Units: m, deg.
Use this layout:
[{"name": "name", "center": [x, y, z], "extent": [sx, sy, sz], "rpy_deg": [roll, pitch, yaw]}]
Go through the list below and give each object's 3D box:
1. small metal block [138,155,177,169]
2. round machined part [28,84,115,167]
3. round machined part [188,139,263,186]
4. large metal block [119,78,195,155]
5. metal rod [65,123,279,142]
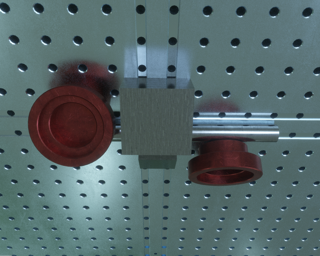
[{"name": "small metal block", "center": [-0.003, 0.039, 0.432], "extent": [0.050, 0.025, 0.050], "rpy_deg": [0, 159, -1]}, {"name": "round machined part", "center": [-0.103, -0.005, 0.378], "extent": [0.099, 0.042, 0.097], "rpy_deg": [0, 104, -1]}, {"name": "round machined part", "center": [0.087, 0.047, 0.425], "extent": [0.099, 0.042, 0.098], "rpy_deg": [0, 156, 0]}, {"name": "large metal block", "center": [-0.004, -0.015, 0.368], "extent": [0.081, 0.050, 0.079], "rpy_deg": [0, 112, -1]}, {"name": "metal rod", "center": [0.006, 0.006, 0.418], "extent": [0.302, 0.025, 0.025], "rpy_deg": [0, 130, -1]}]
